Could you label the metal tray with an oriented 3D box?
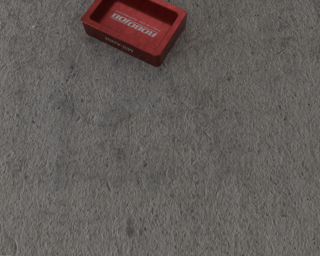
[{"bbox_3d":[-0.037,-0.158,0.462,0.130,0.030,0.090,27,72,9],"label":"metal tray"}]
